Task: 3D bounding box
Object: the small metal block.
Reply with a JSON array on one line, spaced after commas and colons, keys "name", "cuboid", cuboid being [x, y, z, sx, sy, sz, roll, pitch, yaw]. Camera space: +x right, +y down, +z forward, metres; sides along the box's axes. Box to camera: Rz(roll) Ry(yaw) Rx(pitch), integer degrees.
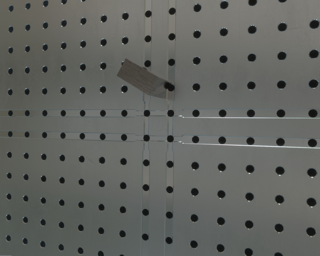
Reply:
[{"name": "small metal block", "cuboid": [-0.020, -0.064, 0.407, 0.050, 0.050, 0.025, 33, 101, 17]}]
